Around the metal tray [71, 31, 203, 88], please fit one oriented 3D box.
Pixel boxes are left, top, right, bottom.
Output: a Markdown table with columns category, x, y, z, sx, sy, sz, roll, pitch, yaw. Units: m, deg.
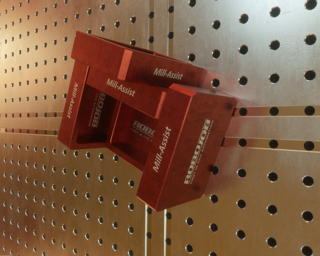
| category | x | y | z | sx | sy | sz | roll | pitch | yaw |
| --- | --- | --- | --- | --- | --- | --- | --- | --- | --- |
| metal tray | -0.022 | -0.075 | 0.360 | 0.090 | 0.131 | 0.030 | 28 | 108 | 36 |

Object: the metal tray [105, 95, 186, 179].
| category | x | y | z | sx | sy | sz | roll | pitch | yaw |
| --- | --- | --- | --- | --- | --- | --- | --- | --- | --- |
| metal tray | -0.013 | 0.010 | 0.417 | 0.130 | 0.030 | 0.089 | 28 | 107 | 36 |

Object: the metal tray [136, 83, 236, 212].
| category | x | y | z | sx | sy | sz | roll | pitch | yaw |
| --- | --- | --- | --- | --- | --- | --- | --- | --- | --- |
| metal tray | 0.031 | 0.021 | 0.342 | 0.030 | 0.091 | 0.129 | 27 | 107 | 37 |

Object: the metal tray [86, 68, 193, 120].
| category | x | y | z | sx | sy | sz | roll | pitch | yaw |
| --- | --- | --- | --- | --- | --- | --- | --- | --- | --- |
| metal tray | -0.015 | -0.046 | 0.380 | 0.130 | 0.091 | 0.030 | 28 | 108 | 36 |

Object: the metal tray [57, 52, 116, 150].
| category | x | y | z | sx | sy | sz | roll | pitch | yaw |
| --- | --- | --- | --- | --- | --- | --- | --- | --- | --- |
| metal tray | -0.085 | -0.036 | 0.438 | 0.030 | 0.091 | 0.129 | 27 | 107 | 36 |
